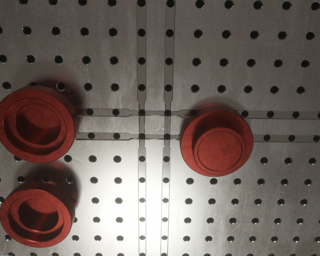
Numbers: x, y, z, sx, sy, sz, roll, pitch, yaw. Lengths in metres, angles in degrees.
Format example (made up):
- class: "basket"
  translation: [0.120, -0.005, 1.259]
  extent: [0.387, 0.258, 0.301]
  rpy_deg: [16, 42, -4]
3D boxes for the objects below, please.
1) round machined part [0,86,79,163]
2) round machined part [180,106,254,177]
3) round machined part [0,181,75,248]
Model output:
- class: "round machined part"
  translation: [-0.154, -0.007, 0.399]
  extent: [0.099, 0.042, 0.097]
  rpy_deg: [0, 110, -1]
- class: "round machined part"
  translation: [0.076, 0.023, 0.414]
  extent: [0.099, 0.042, 0.097]
  rpy_deg: [0, 110, -1]
- class: "round machined part"
  translation: [-0.171, 0.119, 0.446]
  extent: [0.099, 0.042, 0.097]
  rpy_deg: [0, 110, -1]
